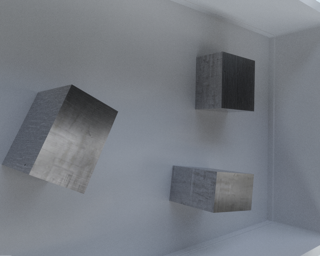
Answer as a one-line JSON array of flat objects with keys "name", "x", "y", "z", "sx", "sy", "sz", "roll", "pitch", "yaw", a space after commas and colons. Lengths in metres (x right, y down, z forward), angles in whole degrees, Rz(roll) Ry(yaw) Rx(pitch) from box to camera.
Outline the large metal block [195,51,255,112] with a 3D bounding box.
[{"name": "large metal block", "x": 0.101, "y": -0.067, "z": 0.478, "sx": 0.081, "sy": 0.050, "sz": 0.079, "roll": 2, "pitch": 89, "yaw": -40}]

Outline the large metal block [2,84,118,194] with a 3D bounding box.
[{"name": "large metal block", "x": -0.095, "y": 0.010, "z": 0.292, "sx": 0.050, "sy": 0.080, "sz": 0.080, "roll": 32, "pitch": 70, "yaw": -36}]

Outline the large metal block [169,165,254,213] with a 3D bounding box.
[{"name": "large metal block", "x": 0.072, "y": 0.083, "z": 0.434, "sx": 0.081, "sy": 0.080, "sz": 0.050, "roll": 10, "pitch": 84, "yaw": -40}]
